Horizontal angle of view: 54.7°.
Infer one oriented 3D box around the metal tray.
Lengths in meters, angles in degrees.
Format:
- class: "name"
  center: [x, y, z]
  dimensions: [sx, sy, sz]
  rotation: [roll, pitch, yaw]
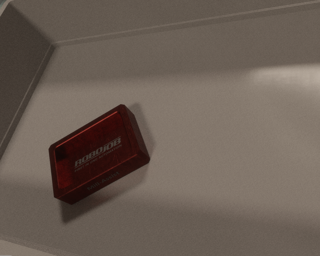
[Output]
- class: "metal tray"
  center: [-0.087, 0.035, 0.424]
  dimensions: [0.130, 0.030, 0.090]
  rotation: [-29, 52, 9]
